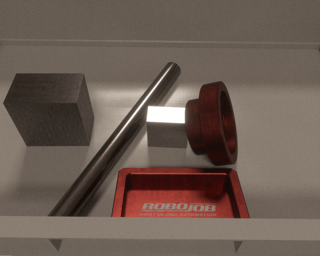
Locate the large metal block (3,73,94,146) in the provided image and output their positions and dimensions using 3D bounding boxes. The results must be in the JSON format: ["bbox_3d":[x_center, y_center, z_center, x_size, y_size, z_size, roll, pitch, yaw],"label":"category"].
[{"bbox_3d":[-0.132,-0.021,0.385,0.081,0.080,0.050,0,50,-1],"label":"large metal block"}]

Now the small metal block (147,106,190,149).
[{"bbox_3d":[0.010,0.000,0.389,0.050,0.050,0.025,3,50,2],"label":"small metal block"}]

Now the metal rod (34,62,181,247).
[{"bbox_3d":[-0.047,0.010,0.395,0.025,0.025,0.301,22,53,17],"label":"metal rod"}]

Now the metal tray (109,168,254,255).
[{"bbox_3d":[0.020,0.082,0.318,0.131,0.030,0.090,0,35,0],"label":"metal tray"}]

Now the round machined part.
[{"bbox_3d":[0.060,-0.004,0.367,0.042,0.098,0.098,-9,47,23],"label":"round machined part"}]
